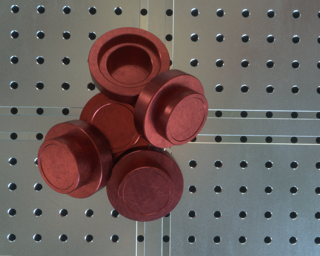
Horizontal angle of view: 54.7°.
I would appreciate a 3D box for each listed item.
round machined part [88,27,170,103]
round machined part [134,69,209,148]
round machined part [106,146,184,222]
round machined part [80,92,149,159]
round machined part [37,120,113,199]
[{"bbox_3d":[-0.038,-0.075,0.393,0.099,0.042,0.098,2,69,-5],"label":"round machined part"},{"bbox_3d":[0.020,-0.018,0.376,0.042,0.098,0.098,34,90,41],"label":"round machined part"},{"bbox_3d":[-0.018,0.075,0.392,0.099,0.042,0.097,-1,102,-6],"label":"round machined part"},{"bbox_3d":[-0.057,-0.003,0.403,0.099,0.042,0.097,0,90,-1],"label":"round machined part"},{"bbox_3d":[-0.110,0.041,0.380,0.098,0.042,0.097,8,106,28],"label":"round machined part"}]
